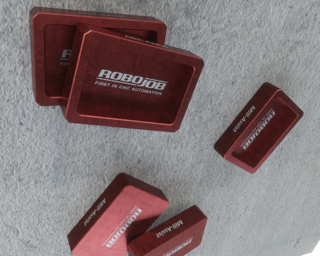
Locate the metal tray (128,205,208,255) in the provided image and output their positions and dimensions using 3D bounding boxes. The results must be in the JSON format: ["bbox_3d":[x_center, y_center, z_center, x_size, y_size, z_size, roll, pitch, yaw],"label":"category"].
[{"bbox_3d":[0.013,0.189,0.505,0.131,0.030,0.089,-22,137,-27],"label":"metal tray"}]

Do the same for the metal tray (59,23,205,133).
[{"bbox_3d":[-0.027,-0.046,0.320,0.131,0.030,0.089,6,116,-31],"label":"metal tray"}]

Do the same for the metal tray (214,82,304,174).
[{"bbox_3d":[0.157,0.004,0.491,0.090,0.030,0.130,29,102,-38],"label":"metal tray"}]

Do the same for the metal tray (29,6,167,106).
[{"bbox_3d":[-0.063,-0.072,0.324,0.131,0.030,0.089,-5,121,-26],"label":"metal tray"}]

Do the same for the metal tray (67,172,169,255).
[{"bbox_3d":[-0.060,0.135,0.454,0.090,0.030,0.130,34,99,-39],"label":"metal tray"}]
